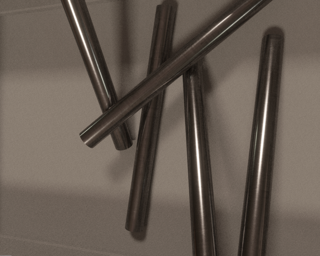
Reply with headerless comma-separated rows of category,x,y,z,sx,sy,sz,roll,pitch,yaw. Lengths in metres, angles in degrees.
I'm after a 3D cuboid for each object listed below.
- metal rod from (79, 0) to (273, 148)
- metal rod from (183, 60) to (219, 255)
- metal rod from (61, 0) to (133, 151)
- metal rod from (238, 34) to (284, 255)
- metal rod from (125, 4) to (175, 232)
metal rod,0.024,-0.077,0.367,0.300,0.025,0.025,-39,78,8
metal rod,0.042,0.041,0.334,0.025,0.025,0.299,-10,63,19
metal rod,-0.086,-0.104,0.362,0.025,0.025,0.298,-5,119,20
metal rod,0.103,0.035,0.317,0.025,0.025,0.299,5,70,19
metal rod,-0.014,-0.010,0.414,0.025,0.025,0.298,9,93,19
